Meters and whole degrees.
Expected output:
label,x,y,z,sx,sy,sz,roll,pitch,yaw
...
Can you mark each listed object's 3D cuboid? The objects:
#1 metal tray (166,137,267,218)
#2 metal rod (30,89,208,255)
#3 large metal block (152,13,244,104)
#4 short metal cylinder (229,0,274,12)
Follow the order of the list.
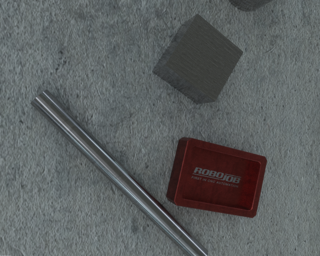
label,x,y,z,sx,sy,sz,roll,pitch,yaw
metal tray,0.082,0.070,0.436,0.131,0.030,0.090,14,85,-20
metal rod,-0.042,0.071,0.393,0.025,0.025,0.300,-46,105,-14
large metal block,0.050,-0.088,0.414,0.080,0.050,0.080,34,79,-17
short metal cylinder,0.138,-0.216,0.446,0.081,0.050,0.079,0,90,-20
